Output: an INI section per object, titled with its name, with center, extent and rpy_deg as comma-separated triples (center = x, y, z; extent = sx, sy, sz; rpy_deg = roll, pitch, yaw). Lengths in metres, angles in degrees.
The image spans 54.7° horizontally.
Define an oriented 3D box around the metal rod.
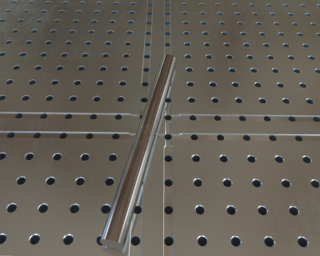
[metal rod]
center = -0.017, 0.004, 0.403
extent = 0.025, 0.025, 0.300
rpy_deg = 10, 51, 7
